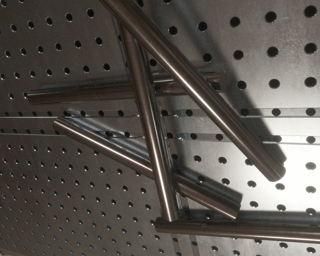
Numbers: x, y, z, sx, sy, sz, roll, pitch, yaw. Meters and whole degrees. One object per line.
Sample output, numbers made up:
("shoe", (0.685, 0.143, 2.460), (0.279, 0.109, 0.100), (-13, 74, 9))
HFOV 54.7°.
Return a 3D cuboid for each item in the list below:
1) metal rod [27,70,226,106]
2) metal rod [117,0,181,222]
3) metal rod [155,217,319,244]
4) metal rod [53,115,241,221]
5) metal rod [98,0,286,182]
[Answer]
("metal rod", (-0.063, -0.049, 0.412), (0.300, 0.025, 0.025), (-1, 118, 28))
("metal rod", (-0.010, -0.006, 0.377), (0.025, 0.025, 0.298), (3, 120, 26))
("metal rod", (0.126, 0.142, 0.431), (0.300, 0.025, 0.025), (-8, 115, 31))
("metal rod", (-0.027, 0.054, 0.457), (0.301, 0.025, 0.025), (25, 127, 12))
("metal rod", (0.037, -0.044, 0.326), (0.300, 0.025, 0.025), (44, 130, -18))
